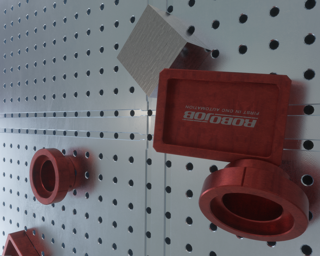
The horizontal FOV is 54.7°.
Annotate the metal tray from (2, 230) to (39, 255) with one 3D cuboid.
[{"bbox_3d":[-0.302,0.296,0.655,0.090,0.030,0.129,37,112,34],"label":"metal tray"}]

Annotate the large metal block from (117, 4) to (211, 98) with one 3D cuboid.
[{"bbox_3d":[0.002,-0.093,0.391,0.080,0.050,0.080,52,120,27],"label":"large metal block"}]

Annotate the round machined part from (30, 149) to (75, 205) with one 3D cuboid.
[{"bbox_3d":[-0.189,0.085,0.555,0.098,0.042,0.097,0,90,40],"label":"round machined part"}]

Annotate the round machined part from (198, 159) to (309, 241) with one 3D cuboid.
[{"bbox_3d":[0.090,0.067,0.301,0.098,0.098,0.042,-16,37,39],"label":"round machined part"}]

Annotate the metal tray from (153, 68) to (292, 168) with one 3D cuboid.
[{"bbox_3d":[0.062,-0.013,0.325,0.130,0.030,0.089,7,95,18],"label":"metal tray"}]
